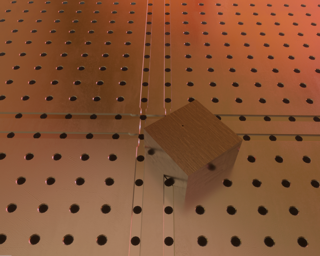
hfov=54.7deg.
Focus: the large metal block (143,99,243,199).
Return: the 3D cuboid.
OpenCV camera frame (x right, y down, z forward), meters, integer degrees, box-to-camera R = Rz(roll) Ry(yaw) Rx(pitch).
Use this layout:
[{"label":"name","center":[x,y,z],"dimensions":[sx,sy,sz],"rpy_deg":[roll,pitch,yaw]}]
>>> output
[{"label":"large metal block","center":[0.037,0.023,0.373],"dimensions":[0.081,0.050,0.080],"rpy_deg":[-30,56,-23]}]
